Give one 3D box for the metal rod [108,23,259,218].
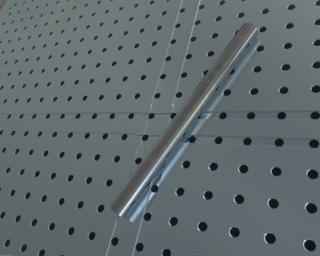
[{"bbox_3d":[0.036,-0.017,0.400,0.025,0.025,0.300,29,77,37],"label":"metal rod"}]
